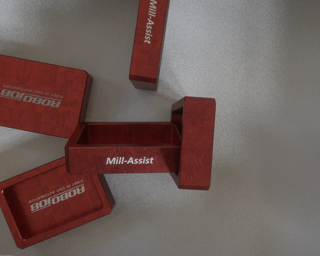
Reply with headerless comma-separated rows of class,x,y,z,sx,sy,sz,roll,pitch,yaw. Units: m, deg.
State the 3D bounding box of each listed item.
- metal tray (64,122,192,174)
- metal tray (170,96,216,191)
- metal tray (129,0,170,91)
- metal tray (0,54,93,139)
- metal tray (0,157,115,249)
metal tray,-0.034,0.020,0.359,0.131,0.090,0.030,0,108,-5
metal tray,0.032,0.014,0.358,0.030,0.130,0.089,4,90,-4
metal tray,-0.010,-0.115,0.378,0.030,0.090,0.129,8,90,0
metal tray,-0.163,-0.041,0.407,0.131,0.030,0.089,11,90,0
metal tray,-0.136,0.090,0.407,0.131,0.030,0.090,-22,90,0
